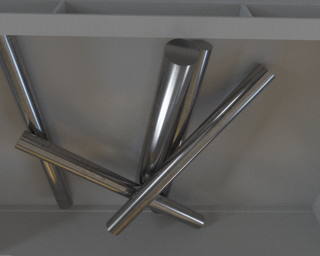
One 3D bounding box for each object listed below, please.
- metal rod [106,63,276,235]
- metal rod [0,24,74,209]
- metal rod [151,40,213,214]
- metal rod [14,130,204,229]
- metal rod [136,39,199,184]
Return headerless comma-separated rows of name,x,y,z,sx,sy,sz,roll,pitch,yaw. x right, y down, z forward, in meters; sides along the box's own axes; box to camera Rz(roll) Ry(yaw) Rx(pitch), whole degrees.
metal rod,0.028,0.039,0.402,0.025,0.025,0.299,33,110,-25
metal rod,-0.161,0.011,0.415,0.025,0.025,0.298,-2,130,1
metal rod,0.020,0.023,0.428,0.025,0.025,0.298,7,130,-6
metal rod,-0.055,0.083,0.444,0.301,0.025,0.025,30,124,-24
metal rod,-0.005,0.014,0.349,0.025,0.025,0.299,6,152,-6
